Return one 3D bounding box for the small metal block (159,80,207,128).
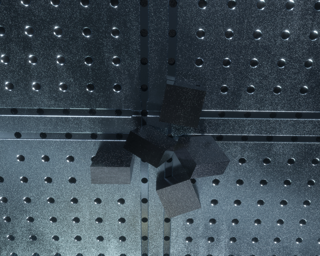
[{"bbox_3d":[0.028,-0.031,0.402,0.050,0.025,0.050,10,110,-4],"label":"small metal block"}]

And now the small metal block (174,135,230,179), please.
[{"bbox_3d":[0.053,0.036,0.402,0.050,0.050,0.025,-3,130,-27],"label":"small metal block"}]

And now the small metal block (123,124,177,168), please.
[{"bbox_3d":[-0.011,0.022,0.399,0.050,0.050,0.025,30,109,15],"label":"small metal block"}]

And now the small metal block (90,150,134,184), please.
[{"bbox_3d":[-0.063,0.052,0.419,0.050,0.050,0.025,1,110,0],"label":"small metal block"}]

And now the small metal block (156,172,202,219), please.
[{"bbox_3d":[0.027,0.096,0.449,0.050,0.025,0.050,-20,109,7],"label":"small metal block"}]
